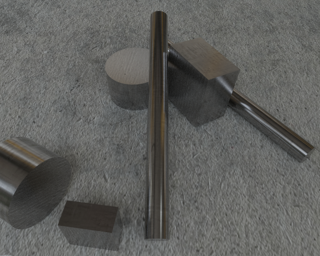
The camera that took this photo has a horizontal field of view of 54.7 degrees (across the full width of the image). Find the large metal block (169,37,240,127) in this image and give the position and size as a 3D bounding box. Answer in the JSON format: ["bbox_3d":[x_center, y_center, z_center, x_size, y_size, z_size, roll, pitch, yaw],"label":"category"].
[{"bbox_3d":[0.051,-0.062,0.417,0.050,0.079,0.080,-21,53,-26],"label":"large metal block"}]

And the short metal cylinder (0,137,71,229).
[{"bbox_3d":[-0.139,0.055,0.320,0.050,0.080,0.080,25,54,19],"label":"short metal cylinder"}]

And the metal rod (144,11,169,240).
[{"bbox_3d":[-0.002,-0.022,0.375,0.025,0.025,0.299,0,64,0],"label":"metal rod"}]

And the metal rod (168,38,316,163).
[{"bbox_3d":[0.089,-0.058,0.452,0.025,0.025,0.300,-31,57,-23],"label":"metal rod"}]

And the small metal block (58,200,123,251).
[{"bbox_3d":[-0.066,0.097,0.305,0.050,0.050,0.025,6,51,5],"label":"small metal block"}]

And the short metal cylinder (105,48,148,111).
[{"bbox_3d":[-0.035,-0.071,0.447,0.080,0.050,0.080,0,50,0],"label":"short metal cylinder"}]
